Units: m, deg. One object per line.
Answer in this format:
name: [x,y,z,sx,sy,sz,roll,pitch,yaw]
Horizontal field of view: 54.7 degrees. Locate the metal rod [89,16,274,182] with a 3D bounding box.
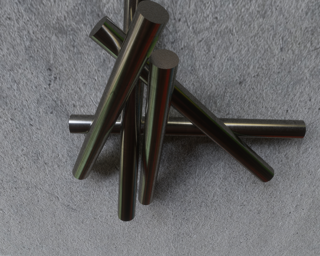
metal rod: [0.046,-0.014,0.357,0.025,0.025,0.301,-36,125,26]

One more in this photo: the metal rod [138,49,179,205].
metal rod: [-0.010,0.028,0.384,0.025,0.025,0.298,4,144,-4]

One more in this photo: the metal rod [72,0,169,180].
metal rod: [-0.061,-0.010,0.346,0.025,0.025,0.298,18,143,-15]

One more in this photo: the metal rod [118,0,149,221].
metal rod: [-0.035,-0.001,0.375,0.025,0.025,0.298,4,121,-4]

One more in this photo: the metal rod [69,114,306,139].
metal rod: [0.036,-0.002,0.405,0.302,0.025,0.025,1,130,-2]
